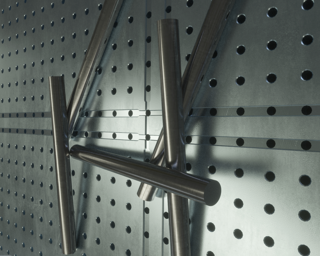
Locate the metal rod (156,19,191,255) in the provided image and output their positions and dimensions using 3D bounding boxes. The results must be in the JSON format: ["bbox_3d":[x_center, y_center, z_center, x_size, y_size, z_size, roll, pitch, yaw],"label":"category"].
[{"bbox_3d":[0.018,0.027,0.368,0.025,0.025,0.298,2,99,39],"label":"metal rod"}]

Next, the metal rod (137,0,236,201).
[{"bbox_3d":[0.032,-0.041,0.381,0.025,0.025,0.298,33,110,35],"label":"metal rod"}]

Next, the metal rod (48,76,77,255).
[{"bbox_3d":[-0.162,0.065,0.518,0.025,0.025,0.298,3,99,39],"label":"metal rod"}]

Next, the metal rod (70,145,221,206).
[{"bbox_3d":[-0.045,0.051,0.408,0.300,0.025,0.025,6,94,50],"label":"metal rod"}]

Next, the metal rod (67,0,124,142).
[{"bbox_3d":[-0.109,-0.108,0.496,0.025,0.025,0.298,39,114,32],"label":"metal rod"}]
